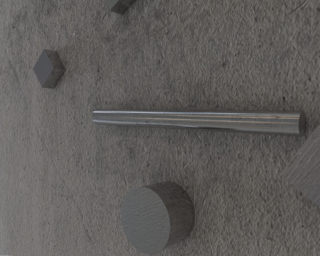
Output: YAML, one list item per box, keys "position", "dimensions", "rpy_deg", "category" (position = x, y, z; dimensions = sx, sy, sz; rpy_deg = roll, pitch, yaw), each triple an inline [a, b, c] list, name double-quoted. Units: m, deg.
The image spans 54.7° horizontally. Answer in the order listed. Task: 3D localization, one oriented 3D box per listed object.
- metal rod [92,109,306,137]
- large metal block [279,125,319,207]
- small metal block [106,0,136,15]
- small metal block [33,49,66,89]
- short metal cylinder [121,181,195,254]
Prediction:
- position: [0.019, -0.011, 0.388]
  dimensions: [0.300, 0.025, 0.025]
  rpy_deg: [3, 92, 39]
  category: "metal rod"
- position: [0.163, 0.032, 0.254]
  dimensions: [0.080, 0.050, 0.080]
  rpy_deg: [44, 116, 31]
  category: "large metal block"
- position: [-0.057, -0.204, 0.452]
  dimensions: [0.050, 0.025, 0.050]
  rpy_deg: [-34, 69, 34]
  category: "small metal block"
- position: [-0.206, -0.109, 0.575]
  dimensions: [0.050, 0.025, 0.050]
  rpy_deg: [-47, 62, 30]
  category: "small metal block"
- position: [-0.003, 0.111, 0.391]
  dimensions: [0.080, 0.050, 0.080]
  rpy_deg: [0, 90, 40]
  category: "short metal cylinder"
